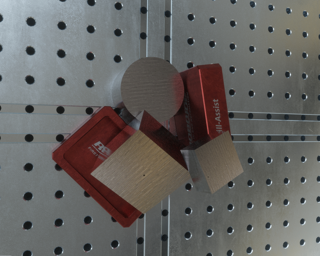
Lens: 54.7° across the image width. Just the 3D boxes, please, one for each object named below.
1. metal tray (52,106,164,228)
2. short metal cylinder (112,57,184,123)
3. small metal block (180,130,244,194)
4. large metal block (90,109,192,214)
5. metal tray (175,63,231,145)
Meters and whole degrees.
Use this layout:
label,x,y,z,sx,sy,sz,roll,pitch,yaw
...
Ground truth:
label,x,y,z,sx,sy,sz,roll,pitch,yaw
metal tray,-0.057,0.048,0.389,0.090,0.030,0.130,-45,104,-15
short metal cylinder,-0.016,-0.046,0.394,0.081,0.050,0.079,0,90,-21
small metal block,0.057,0.036,0.335,0.050,0.025,0.050,-27,100,-30
large metal block,-0.019,0.040,0.360,0.080,0.050,0.080,41,112,-16
metal tray,0.051,-0.010,0.398,0.030,0.090,0.129,-10,94,-20
